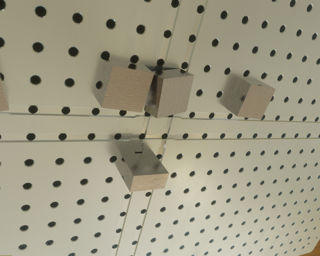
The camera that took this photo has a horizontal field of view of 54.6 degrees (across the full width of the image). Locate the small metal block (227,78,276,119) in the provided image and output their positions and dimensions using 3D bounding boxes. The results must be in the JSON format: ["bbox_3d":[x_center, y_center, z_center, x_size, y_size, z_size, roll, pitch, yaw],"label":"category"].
[{"bbox_3d":[0.135,-0.042,0.457,0.050,0.025,0.050,5,116,-31],"label":"small metal block"}]

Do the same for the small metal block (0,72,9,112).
[{"bbox_3d":[-0.176,-0.039,0.291,0.050,0.025,0.050,-14,124,-21],"label":"small metal block"}]

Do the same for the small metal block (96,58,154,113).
[{"bbox_3d":[-0.041,-0.048,0.358,0.050,0.025,0.050,6,116,-31],"label":"small metal block"}]

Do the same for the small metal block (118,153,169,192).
[{"bbox_3d":[-0.023,0.058,0.418,0.050,0.050,0.025,0,118,-29],"label":"small metal block"}]

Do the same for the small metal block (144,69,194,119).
[{"bbox_3d":[0.011,-0.043,0.382,0.050,0.025,0.050,-15,126,-39],"label":"small metal block"}]
